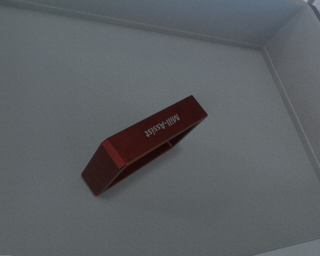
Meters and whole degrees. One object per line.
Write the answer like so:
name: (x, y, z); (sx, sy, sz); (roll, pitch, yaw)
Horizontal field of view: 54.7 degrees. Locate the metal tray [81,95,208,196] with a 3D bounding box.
metal tray: (-0.016, 0.018, 0.345); (0.131, 0.090, 0.030); (-29, 79, -38)
